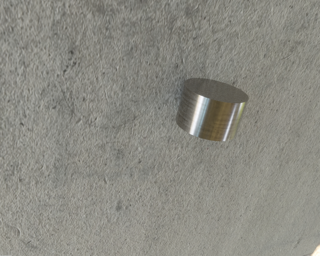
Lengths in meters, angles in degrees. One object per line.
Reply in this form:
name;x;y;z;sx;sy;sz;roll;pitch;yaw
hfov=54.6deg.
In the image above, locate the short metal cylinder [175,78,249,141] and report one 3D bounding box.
short metal cylinder;0.064;-0.025;0.390;0.081;0.080;0.050;-2;120;-27
